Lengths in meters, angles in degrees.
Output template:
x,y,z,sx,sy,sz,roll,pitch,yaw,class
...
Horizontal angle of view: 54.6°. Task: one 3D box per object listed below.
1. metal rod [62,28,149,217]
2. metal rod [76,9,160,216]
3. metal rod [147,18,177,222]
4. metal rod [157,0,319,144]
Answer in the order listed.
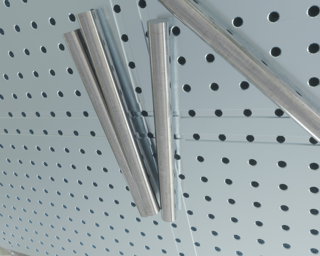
x,y,z,sx,sy,sz,roll,pitch,yaw,class
-0.067,0.007,0.451,0.025,0.025,0.299,-6,116,31,metal rod
-0.050,-0.006,0.426,0.025,0.025,0.299,-3,115,30,metal rod
0.006,0.011,0.415,0.025,0.025,0.298,10,123,23,metal rod
0.101,-0.058,0.322,0.300,0.025,0.025,41,129,0,metal rod
